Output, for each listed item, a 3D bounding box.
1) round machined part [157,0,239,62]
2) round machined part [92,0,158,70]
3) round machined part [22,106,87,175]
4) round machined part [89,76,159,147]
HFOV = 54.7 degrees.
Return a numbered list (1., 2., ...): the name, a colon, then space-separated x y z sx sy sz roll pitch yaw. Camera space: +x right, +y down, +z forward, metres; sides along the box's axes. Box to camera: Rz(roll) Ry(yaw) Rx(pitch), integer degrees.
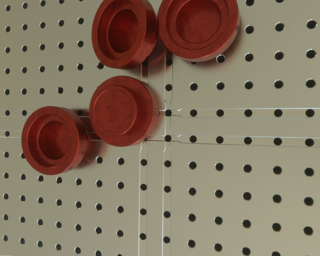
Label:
1. round machined part: 0.049 -0.131 0.386 0.098 0.042 0.097 0 90 19
2. round machined part: -0.042 -0.125 0.407 0.098 0.042 0.097 1 92 38
3. round machined part: -0.149 0.017 0.454 0.098 0.042 0.097 0 90 19
4. round machined part: -0.055 -0.023 0.422 0.098 0.042 0.097 0 90 19
